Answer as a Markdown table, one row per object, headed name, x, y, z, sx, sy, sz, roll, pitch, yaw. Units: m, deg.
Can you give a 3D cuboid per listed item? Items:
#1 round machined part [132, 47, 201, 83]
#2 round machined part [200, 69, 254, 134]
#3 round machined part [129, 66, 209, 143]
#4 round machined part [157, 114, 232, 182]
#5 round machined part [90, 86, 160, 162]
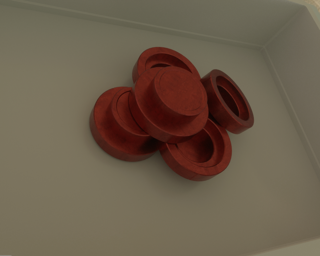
| name | x | y | z | sx | sy | sz | roll | pitch | yaw |
| --- | --- | --- | --- | --- | --- | --- | --- | --- | --- |
| round machined part | 0.007 | -0.063 | 0.436 | 0.099 | 0.042 | 0.098 | 14 | 56 | -21 |
| round machined part | 0.089 | -0.033 | 0.449 | 0.098 | 0.042 | 0.098 | 32 | 39 | -31 |
| round machined part | 0.017 | -0.034 | 0.368 | 0.099 | 0.042 | 0.098 | 14 | 56 | -21 |
| round machined part | 0.040 | 0.023 | 0.402 | 0.099 | 0.042 | 0.098 | 14 | 56 | -21 |
| round machined part | -0.033 | -0.012 | 0.381 | 0.099 | 0.042 | 0.098 | 14 | 56 | -21 |
